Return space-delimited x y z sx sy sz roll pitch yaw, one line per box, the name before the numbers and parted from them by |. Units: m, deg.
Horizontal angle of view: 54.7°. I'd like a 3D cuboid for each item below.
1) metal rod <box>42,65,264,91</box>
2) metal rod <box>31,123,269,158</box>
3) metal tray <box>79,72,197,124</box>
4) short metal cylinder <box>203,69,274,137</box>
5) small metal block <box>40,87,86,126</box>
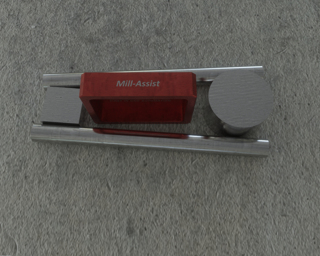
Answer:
metal rod | -0.008 -0.070 0.435 0.302 0.025 0.025 -2 70 -1
metal rod | -0.013 0.016 0.403 0.302 0.025 0.025 4 70 1
metal tray | -0.024 -0.034 0.386 0.131 0.090 0.030 0 70 0
short metal cylinder | 0.100 -0.030 0.407 0.081 0.050 0.080 0 70 0
small metal block | -0.128 -0.027 0.419 0.050 0.025 0.050 4 70 1
